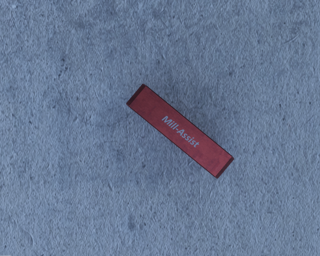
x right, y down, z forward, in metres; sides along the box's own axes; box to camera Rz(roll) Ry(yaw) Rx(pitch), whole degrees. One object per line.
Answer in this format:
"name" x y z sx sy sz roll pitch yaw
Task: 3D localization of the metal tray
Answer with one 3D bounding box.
"metal tray" 0.022 0.003 0.379 0.130 0.090 0.030 39 90 -1
